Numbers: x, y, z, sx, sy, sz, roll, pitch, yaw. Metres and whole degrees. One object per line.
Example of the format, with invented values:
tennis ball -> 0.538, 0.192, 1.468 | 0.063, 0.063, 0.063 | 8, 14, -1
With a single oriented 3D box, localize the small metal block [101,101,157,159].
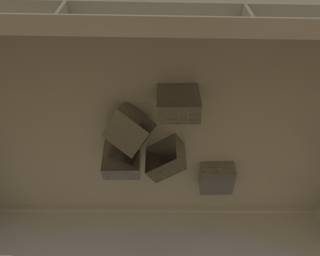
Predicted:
small metal block -> -0.040, 0.003, 0.399 | 0.050, 0.025, 0.050 | 37, 124, 2

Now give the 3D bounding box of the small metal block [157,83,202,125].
small metal block -> 0.022, -0.030, 0.368 | 0.050, 0.050, 0.025 | -1, 130, 0

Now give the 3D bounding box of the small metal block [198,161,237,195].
small metal block -> 0.087, 0.077, 0.475 | 0.050, 0.025, 0.050 | -1, 130, 0

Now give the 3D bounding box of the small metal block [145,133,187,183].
small metal block -> 0.008, 0.041, 0.428 | 0.050, 0.050, 0.025 | -28, 125, 21

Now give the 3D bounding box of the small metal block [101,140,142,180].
small metal block -> -0.052, 0.043, 0.426 | 0.050, 0.050, 0.025 | 0, 142, 0
